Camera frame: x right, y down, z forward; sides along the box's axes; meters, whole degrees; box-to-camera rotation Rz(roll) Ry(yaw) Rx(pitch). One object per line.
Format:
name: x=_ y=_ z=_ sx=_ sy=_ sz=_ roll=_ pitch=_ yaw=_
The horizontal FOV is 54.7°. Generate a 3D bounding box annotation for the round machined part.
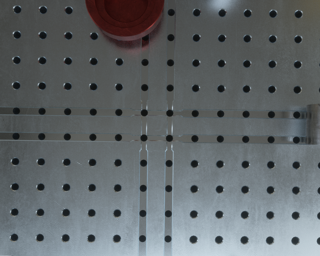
round machined part: x=-0.043 y=-0.162 z=0.404 sx=0.099 sy=0.042 sz=0.097 roll=0 pitch=90 yaw=0

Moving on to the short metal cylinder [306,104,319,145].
short metal cylinder: x=0.227 y=-0.003 z=0.387 sx=0.081 sy=0.080 sz=0.050 roll=1 pitch=90 yaw=0
